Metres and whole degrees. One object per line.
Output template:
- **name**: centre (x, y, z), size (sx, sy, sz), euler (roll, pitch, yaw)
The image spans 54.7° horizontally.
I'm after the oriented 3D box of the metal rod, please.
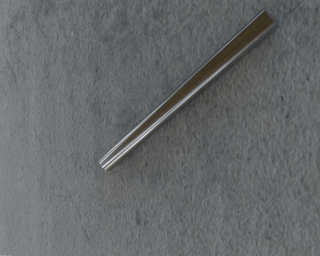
- **metal rod**: centre (0.016, -0.029, 0.390), size (0.299, 0.025, 0.025), euler (-41, 66, 32)
